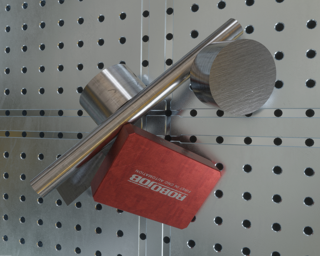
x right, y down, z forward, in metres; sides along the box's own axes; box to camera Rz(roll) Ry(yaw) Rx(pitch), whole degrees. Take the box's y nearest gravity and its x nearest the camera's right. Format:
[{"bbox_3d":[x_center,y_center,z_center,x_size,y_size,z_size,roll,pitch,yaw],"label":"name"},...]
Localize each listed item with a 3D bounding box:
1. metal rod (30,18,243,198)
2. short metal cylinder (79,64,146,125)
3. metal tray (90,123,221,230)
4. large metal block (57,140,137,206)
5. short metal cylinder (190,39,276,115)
[{"bbox_3d":[-0.021,-0.028,0.362,0.301,0.025,0.025,-40,77,-7],"label":"metal rod"},{"bbox_3d":[-0.055,-0.036,0.402,0.080,0.080,0.050,-45,76,14],"label":"short metal cylinder"},{"bbox_3d":[-0.003,0.061,0.368,0.131,0.030,0.090,26,101,-25],"label":"metal tray"},{"bbox_3d":[-0.085,0.051,0.412,0.080,0.080,0.050,-41,77,15],"label":"large metal block"},{"bbox_3d":[0.081,-0.058,0.349,0.081,0.050,0.079,-4,104,-17],"label":"short metal cylinder"}]
